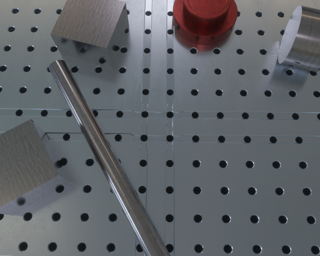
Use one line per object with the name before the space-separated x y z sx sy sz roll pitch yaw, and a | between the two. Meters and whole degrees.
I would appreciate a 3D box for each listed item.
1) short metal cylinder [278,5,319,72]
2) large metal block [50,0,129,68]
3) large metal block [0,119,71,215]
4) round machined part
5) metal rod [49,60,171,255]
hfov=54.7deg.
short metal cylinder | 0.204 -0.123 0.429 0.050 0.080 0.080 15 71 5
large metal block | -0.098 -0.143 0.450 0.080 0.050 0.080 15 71 5
large metal block | -0.170 0.049 0.379 0.080 0.050 0.080 -29 73 -10
round machined part | 0.069 -0.179 0.469 0.099 0.042 0.098 0 70 0
metal rod | -0.072 0.033 0.398 0.025 0.025 0.299 -28 73 -10
